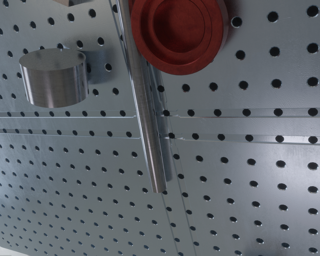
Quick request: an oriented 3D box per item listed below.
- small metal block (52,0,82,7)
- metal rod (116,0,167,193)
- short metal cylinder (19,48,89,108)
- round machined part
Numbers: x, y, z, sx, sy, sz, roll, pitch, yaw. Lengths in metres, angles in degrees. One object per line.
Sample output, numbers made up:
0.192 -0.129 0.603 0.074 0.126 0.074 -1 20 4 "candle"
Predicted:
-0.119 -0.178 0.364 0.050 0.025 0.050 26 128 12 "small metal block"
-0.021 -0.040 0.397 0.025 0.025 0.298 6 121 25 "metal rod"
-0.136 -0.067 0.406 0.080 0.080 0.050 16 125 19 "short metal cylinder"
0.023 -0.108 0.321 0.098 0.042 0.097 13 124 21 "round machined part"
